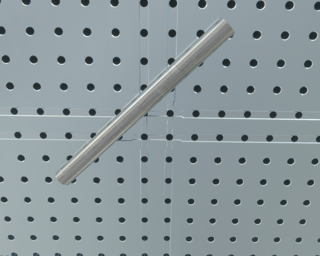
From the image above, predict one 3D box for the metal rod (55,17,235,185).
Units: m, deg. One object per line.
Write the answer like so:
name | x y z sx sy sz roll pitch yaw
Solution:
metal rod | -0.028 -0.026 0.403 0.300 0.025 0.025 -42 105 13
